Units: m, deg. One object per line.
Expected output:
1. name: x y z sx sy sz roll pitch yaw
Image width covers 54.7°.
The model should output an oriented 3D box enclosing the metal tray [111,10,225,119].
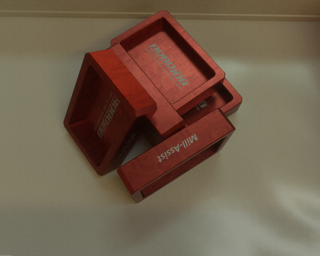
1. metal tray: 0.009 -0.083 0.404 0.090 0.030 0.130 -35 73 -12

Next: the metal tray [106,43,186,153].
1. metal tray: -0.023 -0.031 0.384 0.030 0.090 0.130 -35 74 -12

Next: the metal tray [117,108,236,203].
1. metal tray: 0.018 0.036 0.361 0.131 0.090 0.030 -31 73 -11

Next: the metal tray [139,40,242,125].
1. metal tray: 0.037 -0.058 0.428 0.090 0.030 0.130 -33 73 -10

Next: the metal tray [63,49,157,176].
1. metal tray: -0.064 -0.014 0.358 0.030 0.129 0.090 -25 69 -41
